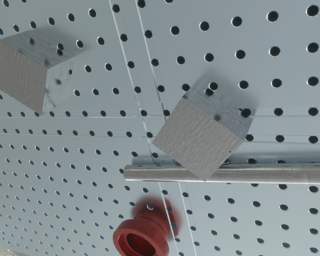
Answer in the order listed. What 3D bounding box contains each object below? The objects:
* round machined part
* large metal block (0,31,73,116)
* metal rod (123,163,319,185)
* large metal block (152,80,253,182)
[{"bbox_3d":[-0.029,0.194,0.536,0.098,0.042,0.097,13,124,21],"label":"round machined part"},{"bbox_3d":[-0.179,-0.078,0.441,0.080,0.050,0.079,31,128,8],"label":"large metal block"},{"bbox_3d":[0.081,0.059,0.405,0.300,0.025,0.025,-4,116,30],"label":"metal rod"},{"bbox_3d":[0.050,0.004,0.372,0.080,0.050,0.079,36,129,4],"label":"large metal block"}]
